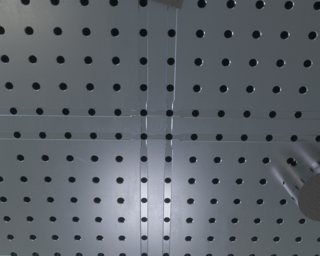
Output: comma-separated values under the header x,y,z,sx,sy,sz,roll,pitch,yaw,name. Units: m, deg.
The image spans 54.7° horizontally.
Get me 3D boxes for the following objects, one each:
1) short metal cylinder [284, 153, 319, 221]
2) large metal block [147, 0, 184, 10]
x,y,z,sx,sy,sz,roll,pitch,yaw,name
0.223,0.082,0.432,0.081,0.050,0.079,0,110,0,short metal cylinder
-0.006,-0.180,0.333,0.080,0.050,0.079,15,109,-6,large metal block
